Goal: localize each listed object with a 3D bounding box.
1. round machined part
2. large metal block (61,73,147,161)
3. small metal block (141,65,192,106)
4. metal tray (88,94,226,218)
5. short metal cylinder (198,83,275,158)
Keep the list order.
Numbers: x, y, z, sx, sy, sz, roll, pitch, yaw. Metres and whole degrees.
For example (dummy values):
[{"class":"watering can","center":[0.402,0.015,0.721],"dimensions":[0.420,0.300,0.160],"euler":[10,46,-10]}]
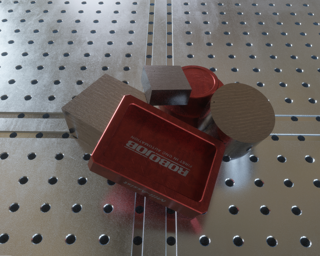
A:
[{"class":"round machined part","center":[0.047,-0.052,0.440],"dimensions":[0.099,0.042,0.098],"euler":[0,50,0]},{"class":"large metal block","center":[-0.065,-0.016,0.404],"dimensions":[0.080,0.050,0.080],"euler":[29,56,22]},{"class":"small metal block","center":[0.007,-0.055,0.393],"dimensions":[0.050,0.025,0.050],"euler":[-3,46,-17]},{"class":"metal tray","center":[0.000,0.030,0.341],"dimensions":[0.131,0.030,0.090],"euler":[27,59,-6]},{"class":"short metal cylinder","center":[0.093,-0.009,0.384],"dimensions":[0.081,0.050,0.080],"euler":[5,64,-10]}]
